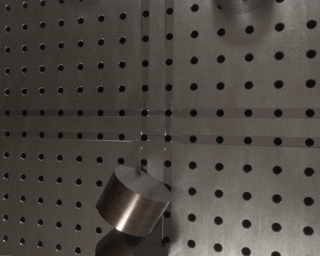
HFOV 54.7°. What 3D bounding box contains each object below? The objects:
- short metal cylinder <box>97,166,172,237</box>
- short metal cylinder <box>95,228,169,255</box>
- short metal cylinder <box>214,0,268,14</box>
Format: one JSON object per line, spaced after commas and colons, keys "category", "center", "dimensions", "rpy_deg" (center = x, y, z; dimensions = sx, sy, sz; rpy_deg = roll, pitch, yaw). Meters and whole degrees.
{"category": "short metal cylinder", "center": [-0.032, 0.091, 0.394], "dimensions": [0.080, 0.080, 0.050], "rpy_deg": [31, 100, 17]}
{"category": "short metal cylinder", "center": [-0.035, 0.160, 0.395], "dimensions": [0.050, 0.080, 0.080], "rpy_deg": [-44, 77, 15]}
{"category": "short metal cylinder", "center": [0.095, -0.183, 0.365], "dimensions": [0.080, 0.050, 0.079], "rpy_deg": [0, 90, 19]}
